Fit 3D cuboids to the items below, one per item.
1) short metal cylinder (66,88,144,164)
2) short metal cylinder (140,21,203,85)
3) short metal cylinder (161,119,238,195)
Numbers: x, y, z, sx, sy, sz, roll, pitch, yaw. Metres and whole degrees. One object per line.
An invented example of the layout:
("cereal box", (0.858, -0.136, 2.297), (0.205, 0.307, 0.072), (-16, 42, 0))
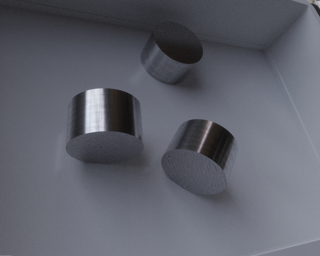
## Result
("short metal cylinder", (-0.059, 0.001, 0.338), (0.081, 0.080, 0.050), (8, 58, -24))
("short metal cylinder", (0.017, -0.113, 0.467), (0.081, 0.050, 0.080), (14, 56, -21))
("short metal cylinder", (0.048, 0.036, 0.374), (0.080, 0.080, 0.050), (35, 51, -5))
